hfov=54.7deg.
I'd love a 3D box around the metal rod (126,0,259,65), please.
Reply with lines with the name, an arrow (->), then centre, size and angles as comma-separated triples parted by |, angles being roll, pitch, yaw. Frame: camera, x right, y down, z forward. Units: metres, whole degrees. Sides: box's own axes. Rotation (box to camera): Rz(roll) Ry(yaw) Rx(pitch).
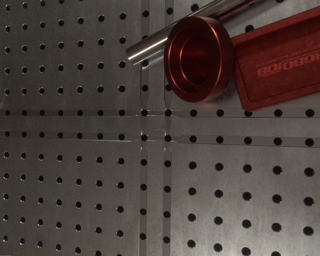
metal rod -> 0.091, -0.155, 0.380 | 0.300, 0.025, 0.025 | -24, 82, 18

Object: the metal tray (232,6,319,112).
metal tray -> 0.150, -0.078, 0.356 | 0.130, 0.030, 0.090 | -16, 85, 18

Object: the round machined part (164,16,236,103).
round machined part -> 0.051, -0.081, 0.369 | 0.098, 0.042, 0.097 | 19, 114, 50
